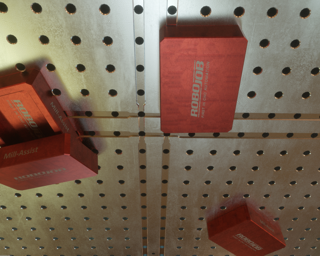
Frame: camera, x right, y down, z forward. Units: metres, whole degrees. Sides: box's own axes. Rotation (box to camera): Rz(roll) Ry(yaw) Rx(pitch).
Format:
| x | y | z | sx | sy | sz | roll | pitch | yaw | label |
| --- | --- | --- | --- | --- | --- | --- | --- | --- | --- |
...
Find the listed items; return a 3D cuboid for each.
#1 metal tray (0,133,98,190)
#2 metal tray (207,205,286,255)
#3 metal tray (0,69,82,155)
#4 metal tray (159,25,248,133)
| x | y | z | sx | sy | sz | roll | pitch | yaw | label |
| --- | --- | --- | --- | --- | --- | --- | --- | --- | --- |
| -0.164 | 0.050 | 0.428 | 0.131 | 0.030 | 0.090 | -12 | 152 | 10 | metal tray |
| 0.163 | 0.202 | 0.583 | 0.090 | 0.030 | 0.130 | -36 | 122 | 26 | metal tray |
| -0.171 | -0.005 | 0.401 | 0.090 | 0.030 | 0.129 | -12 | 130 | 9 | metal tray |
| 0.045 | -0.052 | 0.365 | 0.091 | 0.030 | 0.129 | -1 | 130 | 0 | metal tray |
